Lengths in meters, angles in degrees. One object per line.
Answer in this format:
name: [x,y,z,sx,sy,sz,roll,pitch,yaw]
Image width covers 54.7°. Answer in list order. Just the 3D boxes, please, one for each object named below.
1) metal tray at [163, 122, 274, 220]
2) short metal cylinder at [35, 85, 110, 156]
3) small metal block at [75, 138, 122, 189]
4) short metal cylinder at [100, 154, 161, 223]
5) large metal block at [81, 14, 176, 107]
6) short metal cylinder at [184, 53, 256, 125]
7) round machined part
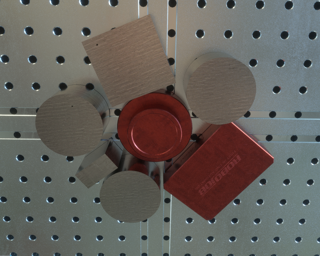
metal tray: [0.078,0.057,0.431,0.090,0.030,0.130,39,105,-13]
short metal cylinder: [-0.108,-0.011,0.394,0.081,0.050,0.079,0,110,0]
small metal block: [-0.080,0.047,0.415,0.050,0.050,0.025,-35,106,12]
short metal cylinder: [-0.039,0.083,0.429,0.081,0.050,0.079,0,110,0]
large metal block: [-0.034,-0.081,0.370,0.080,0.050,0.080,-20,109,7]
short metal cylinder: [0.071,-0.050,0.381,0.081,0.050,0.079,0,110,0]
round machined part: [-0.007,0.001,0.404,0.099,0.042,0.097,0,110,0]
